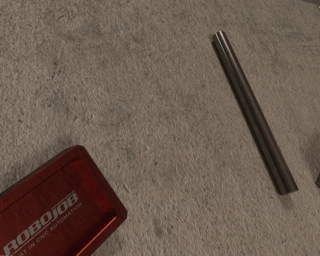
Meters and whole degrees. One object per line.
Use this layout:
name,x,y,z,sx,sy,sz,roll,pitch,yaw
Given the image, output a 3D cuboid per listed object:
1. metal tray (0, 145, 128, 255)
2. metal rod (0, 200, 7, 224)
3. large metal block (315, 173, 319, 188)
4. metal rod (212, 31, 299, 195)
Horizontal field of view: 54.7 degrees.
metal tray,-0.101,0.086,0.275,0.131,0.030,0.090,-40,105,-39
metal rod,-0.213,-0.043,0.314,0.025,0.025,0.299,-15,70,-35
large metal block,0.310,0.070,0.496,0.050,0.080,0.080,46,51,3
metal rod,0.149,-0.037,0.509,0.025,0.025,0.299,-3,63,-30
